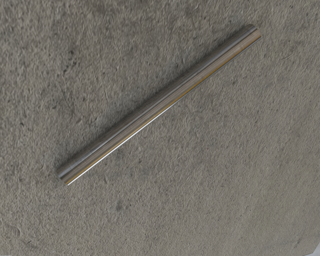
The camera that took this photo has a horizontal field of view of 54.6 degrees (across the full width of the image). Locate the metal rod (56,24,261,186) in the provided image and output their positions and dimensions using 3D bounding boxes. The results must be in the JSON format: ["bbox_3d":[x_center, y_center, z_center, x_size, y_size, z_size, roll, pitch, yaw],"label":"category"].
[{"bbox_3d":[0.001,-0.031,0.387,0.301,0.025,0.025,-37,129,-3],"label":"metal rod"}]
